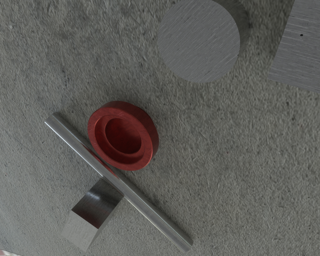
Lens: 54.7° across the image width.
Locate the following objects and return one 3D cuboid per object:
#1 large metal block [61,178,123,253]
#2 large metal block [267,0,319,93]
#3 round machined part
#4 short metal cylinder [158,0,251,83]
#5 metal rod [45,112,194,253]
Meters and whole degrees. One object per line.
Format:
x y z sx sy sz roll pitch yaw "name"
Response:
-0.111 0.145 0.517 0.050 0.080 0.079 34 129 6 "large metal block"
0.148 -0.076 0.266 0.080 0.050 0.079 20 126 16 "large metal block"
-0.045 0.007 0.423 0.098 0.042 0.097 13 124 20 "round machined part"
0.045 -0.092 0.310 0.080 0.050 0.079 13 124 20 "short metal cylinder"
-0.063 0.087 0.491 0.300 0.025 0.025 44 129 -3 "metal rod"
